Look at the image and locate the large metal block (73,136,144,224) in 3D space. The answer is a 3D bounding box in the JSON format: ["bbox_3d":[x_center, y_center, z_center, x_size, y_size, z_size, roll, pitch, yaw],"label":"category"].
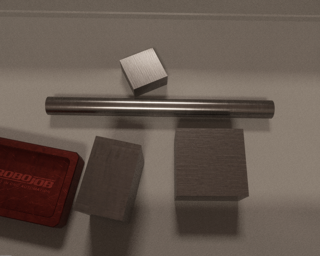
[{"bbox_3d":[-0.053,0.063,0.357,0.050,0.080,0.080,12,71,4],"label":"large metal block"}]

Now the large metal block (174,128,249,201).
[{"bbox_3d":[0.059,0.046,0.380,0.081,0.050,0.080,1,70,0],"label":"large metal block"}]

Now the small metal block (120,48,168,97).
[{"bbox_3d":[-0.023,-0.078,0.438,0.050,0.025,0.050,-23,72,-9],"label":"small metal block"}]

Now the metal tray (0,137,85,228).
[{"bbox_3d":[-0.170,0.064,0.381,0.131,0.030,0.090,11,70,3],"label":"metal tray"}]

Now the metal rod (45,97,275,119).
[{"bbox_3d":[0.000,-0.028,0.419,0.302,0.025,0.025,1,70,0],"label":"metal rod"}]
